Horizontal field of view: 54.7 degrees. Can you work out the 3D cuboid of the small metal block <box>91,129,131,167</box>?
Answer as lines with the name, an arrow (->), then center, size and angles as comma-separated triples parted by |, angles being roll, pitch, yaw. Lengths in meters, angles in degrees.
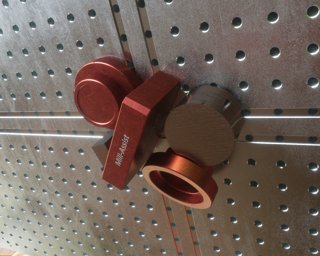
small metal block -> -0.062, 0.032, 0.442 | 0.025, 0.050, 0.050 | -16, 110, 34

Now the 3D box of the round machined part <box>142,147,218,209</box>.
round machined part -> 0.030, 0.060, 0.402 | 0.098, 0.042, 0.098 | 23, 151, 14

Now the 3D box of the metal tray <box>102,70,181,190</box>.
metal tray -> -0.024, 0.004, 0.379 | 0.030, 0.090, 0.129 | 29, 128, 10

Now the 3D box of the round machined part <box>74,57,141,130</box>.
round machined part -> -0.073, -0.039, 0.408 | 0.098, 0.042, 0.097 | 13, 124, 21

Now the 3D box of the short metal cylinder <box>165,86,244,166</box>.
short metal cylinder -> 0.052, -0.003, 0.360 | 0.080, 0.050, 0.079 | 13, 124, 21
